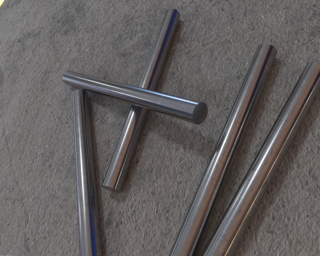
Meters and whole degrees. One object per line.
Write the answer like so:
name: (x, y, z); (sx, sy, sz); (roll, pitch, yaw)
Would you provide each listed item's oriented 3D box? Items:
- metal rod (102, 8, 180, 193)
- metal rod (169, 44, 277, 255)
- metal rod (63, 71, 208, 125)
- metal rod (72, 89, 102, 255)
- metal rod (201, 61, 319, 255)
metal rod: (-0.020, -0.055, 0.447); (0.025, 0.025, 0.300); (3, 63, 30)
metal rod: (0.072, 0.030, 0.347); (0.025, 0.025, 0.300); (14, 69, 34)
metal rod: (-0.058, -0.052, 0.437); (0.300, 0.025, 0.025); (20, 72, 44)
metal rod: (-0.100, 0.063, 0.417); (0.025, 0.025, 0.299); (-24, 53, 13)
metal rod: (0.099, 0.056, 0.317); (0.025, 0.025, 0.300); (23, 74, 36)
